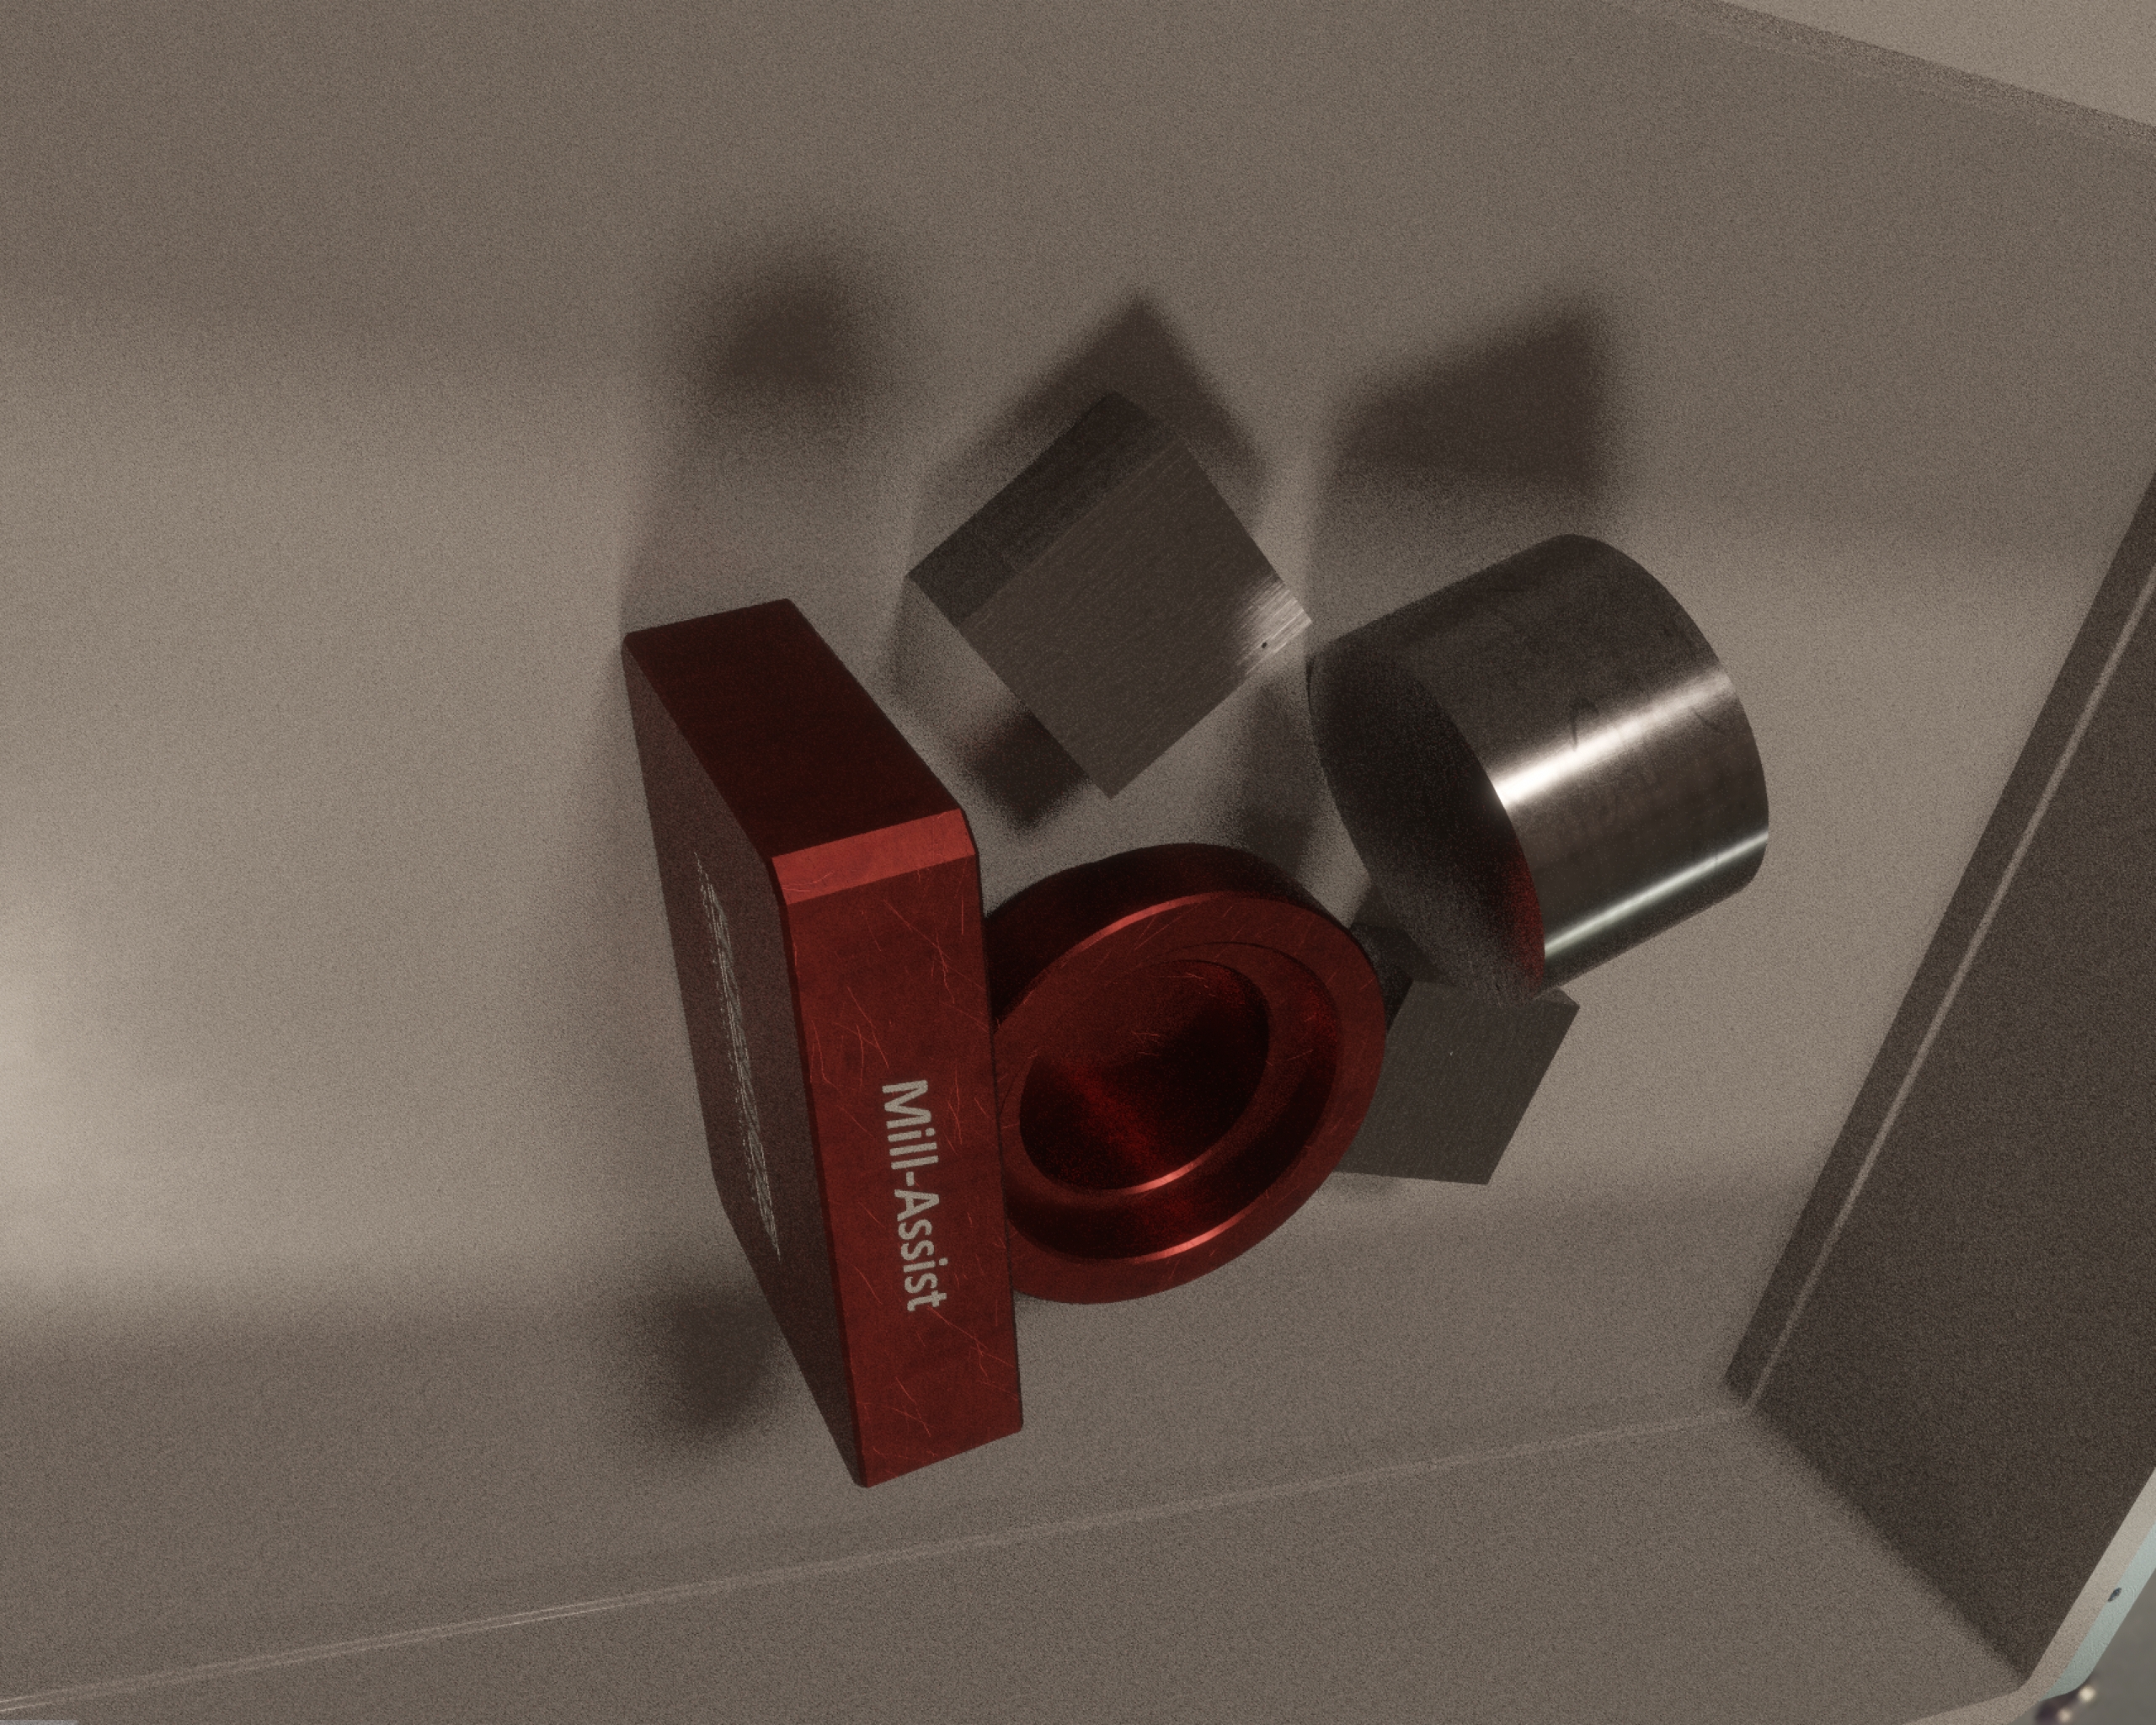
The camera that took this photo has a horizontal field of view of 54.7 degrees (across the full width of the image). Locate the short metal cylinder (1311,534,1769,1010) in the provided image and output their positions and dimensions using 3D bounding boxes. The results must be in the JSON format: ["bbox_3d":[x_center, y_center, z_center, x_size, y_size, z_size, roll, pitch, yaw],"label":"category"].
[{"bbox_3d":[0.089,-0.018,0.411,0.050,0.080,0.080,-26,128,-13],"label":"short metal cylinder"}]

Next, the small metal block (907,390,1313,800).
[{"bbox_3d":[0.006,-0.048,0.382,0.050,0.025,0.050,-42,128,1],"label":"small metal block"}]

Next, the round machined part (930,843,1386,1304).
[{"bbox_3d":[0.010,0.038,0.424,0.099,0.042,0.097,-14,125,-21],"label":"round machined part"}]

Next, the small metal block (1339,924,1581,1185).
[{"bbox_3d":[0.079,0.045,0.480,0.050,0.025,0.050,10,113,-32],"label":"small metal block"}]

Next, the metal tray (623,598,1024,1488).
[{"bbox_3d":[-0.044,0.031,0.361,0.030,0.090,0.129,-16,125,-19],"label":"metal tray"}]
